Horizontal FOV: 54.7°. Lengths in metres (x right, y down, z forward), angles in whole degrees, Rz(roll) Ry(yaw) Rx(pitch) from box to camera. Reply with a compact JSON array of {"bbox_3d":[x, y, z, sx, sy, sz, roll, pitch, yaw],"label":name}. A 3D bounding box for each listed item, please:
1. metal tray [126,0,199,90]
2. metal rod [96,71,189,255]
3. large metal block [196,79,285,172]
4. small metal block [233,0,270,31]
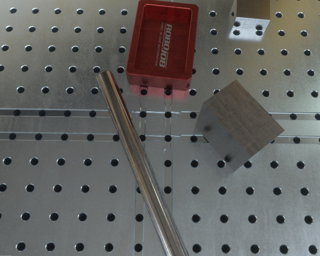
[{"bbox_3d":[0.005,-0.124,0.454,0.091,0.030,0.130,7,70,2],"label":"metal tray"},{"bbox_3d":[-0.020,0.057,0.390,0.025,0.025,0.299,-21,72,-8],"label":"metal rod"},{"bbox_3d":[0.093,0.000,0.384,0.050,0.080,0.080,-36,74,-12],"label":"large metal block"},{"bbox_3d":[0.141,-0.182,0.480,0.050,0.025,0.050,6,70,1],"label":"small metal block"}]
